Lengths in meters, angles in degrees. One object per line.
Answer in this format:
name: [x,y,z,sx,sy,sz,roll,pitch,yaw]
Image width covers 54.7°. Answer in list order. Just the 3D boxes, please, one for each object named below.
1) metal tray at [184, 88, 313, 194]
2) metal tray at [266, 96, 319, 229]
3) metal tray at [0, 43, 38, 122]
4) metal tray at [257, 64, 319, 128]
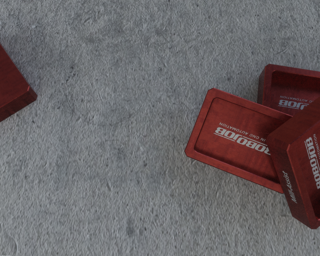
metal tray: [0.107,0.014,0.381,0.130,0.030,0.089,21,97,7]
metal tray: [0.178,0.040,0.348,0.090,0.030,0.130,-35,118,-12]
metal tray: [-0.245,-0.070,0.429,0.090,0.030,0.130,-36,74,-12]
metal tray: [0.201,-0.032,0.418,0.131,0.030,0.090,10,70,3]
